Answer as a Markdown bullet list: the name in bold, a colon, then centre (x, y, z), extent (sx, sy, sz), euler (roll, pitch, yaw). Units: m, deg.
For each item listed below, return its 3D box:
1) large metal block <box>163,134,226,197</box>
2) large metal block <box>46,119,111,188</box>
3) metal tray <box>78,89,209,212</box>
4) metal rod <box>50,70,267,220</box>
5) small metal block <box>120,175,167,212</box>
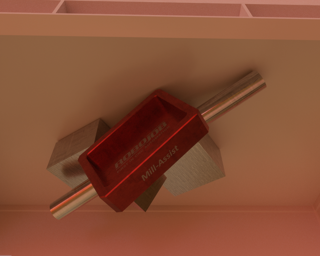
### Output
- **large metal block**: centre (0.032, 0.040, 0.426), extent (0.080, 0.050, 0.080), euler (-27, 126, 20)
- **large metal block**: centre (-0.091, 0.046, 0.426), extent (0.080, 0.050, 0.080), euler (-27, 126, 20)
- **metal tray**: centre (-0.022, 0.019, 0.345), extent (0.130, 0.090, 0.030), euler (-42, 126, -8)
- **metal rod**: centre (-0.007, 0.024, 0.379), extent (0.300, 0.025, 0.025), euler (-33, 124, 7)
- **small metal block**: centre (-0.028, 0.071, 0.387), extent (0.050, 0.050, 0.025), euler (6, 143, 46)
